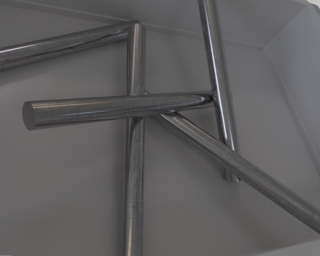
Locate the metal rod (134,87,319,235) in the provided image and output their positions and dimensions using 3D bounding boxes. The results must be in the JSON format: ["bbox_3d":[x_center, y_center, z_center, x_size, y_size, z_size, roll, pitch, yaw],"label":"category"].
[{"bbox_3d":[0.082,0.035,0.396,0.300,0.025,0.025,35,51,7],"label":"metal rod"}]

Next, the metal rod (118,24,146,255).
[{"bbox_3d":[-0.031,0.002,0.365,0.025,0.025,0.299,10,64,-23],"label":"metal rod"}]

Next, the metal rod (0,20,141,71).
[{"bbox_3d":[-0.142,-0.100,0.389,0.302,0.025,0.025,-28,77,-37],"label":"metal rod"}]

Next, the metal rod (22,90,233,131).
[{"bbox_3d":[-0.005,-0.028,0.366,0.302,0.025,0.025,-10,66,-45],"label":"metal rod"}]

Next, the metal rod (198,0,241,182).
[{"bbox_3d":[0.079,-0.077,0.419,0.025,0.025,0.298,-9,90,-32],"label":"metal rod"}]
